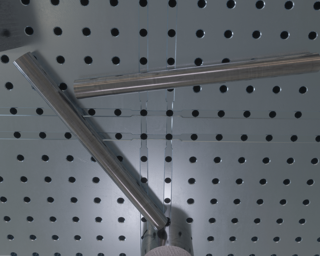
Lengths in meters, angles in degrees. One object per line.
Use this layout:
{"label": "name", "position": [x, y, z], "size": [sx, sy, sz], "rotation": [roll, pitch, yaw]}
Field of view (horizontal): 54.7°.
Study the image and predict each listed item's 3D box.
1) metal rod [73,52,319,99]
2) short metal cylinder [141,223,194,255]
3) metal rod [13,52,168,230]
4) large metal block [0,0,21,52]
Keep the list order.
{"label": "metal rod", "position": [0.044, -0.065, 0.389], "size": [0.302, 0.025, 0.025], "rotation": [-6, 110, 2]}
{"label": "short metal cylinder", "position": [0.011, 0.193, 0.471], "size": [0.081, 0.050, 0.079], "rotation": [0, 110, 0]}
{"label": "metal rod", "position": [-0.084, 0.029, 0.423], "size": [0.025, 0.025, 0.300], "rotation": [-33, 107, 11]}
{"label": "large metal block", "position": [-0.203, -0.122, 0.337], "size": [0.050, 0.080, 0.079], "rotation": [-6, 110, 2]}
